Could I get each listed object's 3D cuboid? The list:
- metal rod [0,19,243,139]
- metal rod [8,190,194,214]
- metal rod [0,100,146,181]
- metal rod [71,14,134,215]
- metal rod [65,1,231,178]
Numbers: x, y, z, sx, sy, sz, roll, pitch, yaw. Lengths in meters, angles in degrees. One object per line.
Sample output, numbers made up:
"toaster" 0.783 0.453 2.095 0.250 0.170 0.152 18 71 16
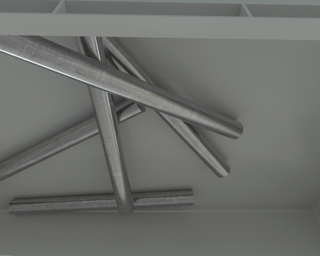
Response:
"metal rod" -0.016 -0.036 0.329 0.302 0.025 0.025 19 129 -35
"metal rod" -0.096 0.123 0.512 0.302 0.025 0.025 -3 130 2
"metal rod" -0.154 0.028 0.430 0.300 0.025 0.025 -24 126 19
"metal rod" -0.061 0.012 0.384 0.025 0.025 0.298 -3 131 2
"metal rod" 0.005 -0.027 0.386 0.025 0.025 0.300 -30 125 22
